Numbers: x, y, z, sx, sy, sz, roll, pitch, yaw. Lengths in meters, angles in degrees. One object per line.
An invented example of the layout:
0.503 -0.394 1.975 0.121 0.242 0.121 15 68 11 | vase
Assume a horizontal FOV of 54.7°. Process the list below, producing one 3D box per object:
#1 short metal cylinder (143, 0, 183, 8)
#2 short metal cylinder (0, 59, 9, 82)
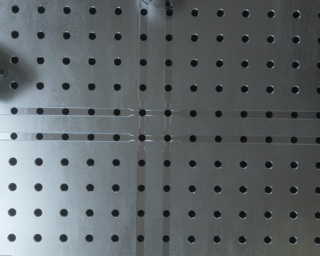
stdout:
0.004 -0.205 0.401 0.081 0.050 0.079 0 90 -1 | short metal cylinder
-0.239 -0.080 0.383 0.050 0.080 0.080 -40 91 0 | short metal cylinder
